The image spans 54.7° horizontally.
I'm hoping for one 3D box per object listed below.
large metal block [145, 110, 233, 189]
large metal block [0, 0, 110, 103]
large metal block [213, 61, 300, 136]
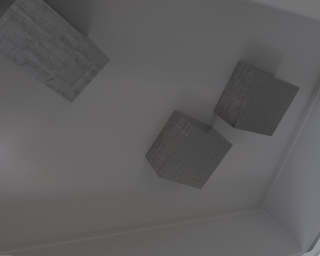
[{"bbox_3d":[0.040,0.032,0.434,0.080,0.050,0.080,22,106,-37],"label":"large metal block"},{"bbox_3d":[-0.100,-0.078,0.270,0.050,0.080,0.080,-47,129,5],"label":"large metal block"},{"bbox_3d":[0.137,-0.040,0.442,0.081,0.050,0.079,11,113,-33],"label":"large metal block"}]
